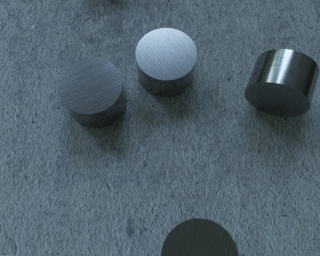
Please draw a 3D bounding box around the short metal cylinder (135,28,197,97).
[{"bbox_3d":[0.008,-0.089,0.427,0.081,0.050,0.080,0,70,0],"label":"short metal cylinder"}]

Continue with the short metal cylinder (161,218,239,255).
[{"bbox_3d":[0.041,0.143,0.343,0.081,0.050,0.080,0,70,0],"label":"short metal cylinder"}]

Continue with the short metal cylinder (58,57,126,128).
[{"bbox_3d":[-0.087,-0.046,0.411,0.081,0.050,0.080,0,70,0],"label":"short metal cylinder"}]

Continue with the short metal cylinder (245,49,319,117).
[{"bbox_3d":[0.157,-0.056,0.400,0.080,0.080,0.050,21,72,7],"label":"short metal cylinder"}]
